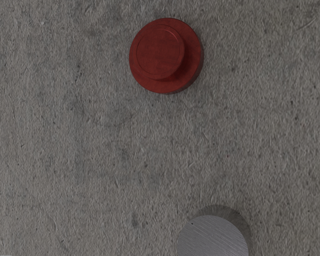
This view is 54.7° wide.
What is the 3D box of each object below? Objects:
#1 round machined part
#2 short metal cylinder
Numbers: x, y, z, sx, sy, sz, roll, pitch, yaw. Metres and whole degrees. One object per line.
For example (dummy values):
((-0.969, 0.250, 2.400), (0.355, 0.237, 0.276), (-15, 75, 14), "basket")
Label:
((0.004, -0.094, 0.399), (0.098, 0.042, 0.097), (0, 90, 20), "round machined part")
((0.067, 0.138, 0.372), (0.080, 0.050, 0.080), (0, 90, 20), "short metal cylinder")
